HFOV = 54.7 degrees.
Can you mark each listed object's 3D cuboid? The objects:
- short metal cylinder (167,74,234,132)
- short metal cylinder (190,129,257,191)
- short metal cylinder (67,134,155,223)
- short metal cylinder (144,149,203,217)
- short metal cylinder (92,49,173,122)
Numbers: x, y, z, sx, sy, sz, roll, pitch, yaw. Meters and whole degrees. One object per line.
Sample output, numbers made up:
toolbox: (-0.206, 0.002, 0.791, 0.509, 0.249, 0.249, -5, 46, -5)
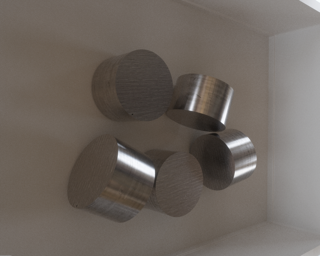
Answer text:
short metal cylinder: (0.055, -0.032, 0.418, 0.080, 0.080, 0.050, 27, 73, -37)
short metal cylinder: (0.090, 0.044, 0.447, 0.050, 0.080, 0.079, -12, 98, -40)
short metal cylinder: (-0.052, 0.053, 0.326, 0.050, 0.080, 0.080, 34, 69, -35)
short metal cylinder: (0.010, 0.069, 0.398, 0.081, 0.050, 0.079, 0, 90, -40)
short metal cylinder: (-0.031, -0.047, 0.363, 0.081, 0.050, 0.079, 0, 90, -40)
